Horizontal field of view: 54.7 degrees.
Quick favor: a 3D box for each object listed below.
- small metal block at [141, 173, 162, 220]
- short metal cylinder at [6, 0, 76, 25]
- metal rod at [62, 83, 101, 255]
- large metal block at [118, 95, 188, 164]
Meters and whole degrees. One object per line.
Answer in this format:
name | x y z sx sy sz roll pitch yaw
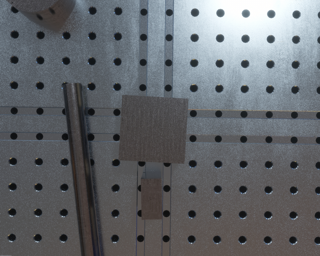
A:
small metal block | -0.010 0.086 0.401 0.025 0.050 0.050 -1 90 0
short metal cylinder | -0.155 -0.180 0.399 0.081 0.050 0.079 0 90 -1
metal rod | -0.100 0.090 0.412 0.025 0.025 0.298 -6 90 0
large metal block | -0.008 0.001 0.401 0.081 0.050 0.079 3 90 -1
